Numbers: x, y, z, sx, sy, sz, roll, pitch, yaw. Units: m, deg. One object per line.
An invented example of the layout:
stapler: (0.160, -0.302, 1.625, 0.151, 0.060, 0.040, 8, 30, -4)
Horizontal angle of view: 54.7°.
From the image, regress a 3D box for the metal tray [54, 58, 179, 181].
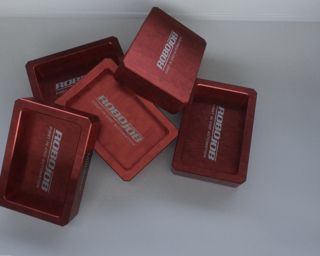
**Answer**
metal tray: (-0.052, -0.010, 0.385, 0.090, 0.030, 0.130, -43, 91, -8)

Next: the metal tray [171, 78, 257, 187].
metal tray: (0.071, 0.004, 0.405, 0.090, 0.030, 0.130, 12, 70, 4)

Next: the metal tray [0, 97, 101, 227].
metal tray: (-0.130, 0.038, 0.359, 0.090, 0.030, 0.129, 16, 99, 5)

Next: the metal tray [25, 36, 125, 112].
metal tray: (-0.107, -0.066, 0.428, 0.131, 0.030, 0.090, -19, 71, -8)

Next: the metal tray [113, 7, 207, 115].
metal tray: (0.006, -0.091, 0.402, 0.090, 0.030, 0.130, 31, 51, -13)
